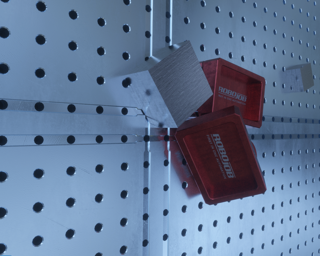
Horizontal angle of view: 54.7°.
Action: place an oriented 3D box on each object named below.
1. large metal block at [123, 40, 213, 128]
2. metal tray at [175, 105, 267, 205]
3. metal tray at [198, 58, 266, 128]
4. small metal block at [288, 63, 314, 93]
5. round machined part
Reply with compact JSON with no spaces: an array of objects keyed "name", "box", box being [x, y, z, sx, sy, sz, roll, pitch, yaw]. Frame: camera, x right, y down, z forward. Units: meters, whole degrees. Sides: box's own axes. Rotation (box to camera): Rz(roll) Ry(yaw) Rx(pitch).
[{"name":"large metal block","box":[0.013,-0.056,0.404,0.080,0.050,0.080,-43,116,-32]},{"name":"metal tray","box":[0.087,0.042,0.438,0.030,0.090,0.129,-69,137,-63]},{"name":"metal tray","box":[0.121,-0.052,0.506,0.131,0.030,0.090,11,83,-39]},{"name":"small metal block","box":[0.303,-0.108,0.662,0.050,0.025,0.050,-26,107,-37]},{"name":"round machined part","box":[0.119,0.049,0.498,0.099,0.042,0.097,0,90,-40]}]
